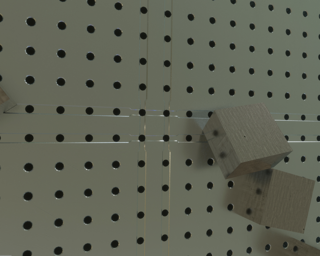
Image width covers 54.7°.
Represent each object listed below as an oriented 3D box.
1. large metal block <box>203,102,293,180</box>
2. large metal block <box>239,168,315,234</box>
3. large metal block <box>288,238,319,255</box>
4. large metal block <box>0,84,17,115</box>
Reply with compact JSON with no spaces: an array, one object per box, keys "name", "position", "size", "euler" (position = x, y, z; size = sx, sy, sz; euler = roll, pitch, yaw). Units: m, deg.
[{"name":"large metal block","position":[0.117,0.016,0.425],"size":[0.081,0.050,0.080],"euler":[-10,60,-20]},{"name":"large metal block","position":[0.176,0.106,0.467],"size":[0.081,0.050,0.080],"euler":[17,84,-20]},{"name":"large metal block","position":[0.260,0.221,0.482],"size":[0.080,0.080,0.050],"euler":[25,82,-19]},{"name":"large metal block","position":[-0.199,-0.024,0.310],"size":[0.080,0.080,0.050],"euler":[-37,103,-16]}]
